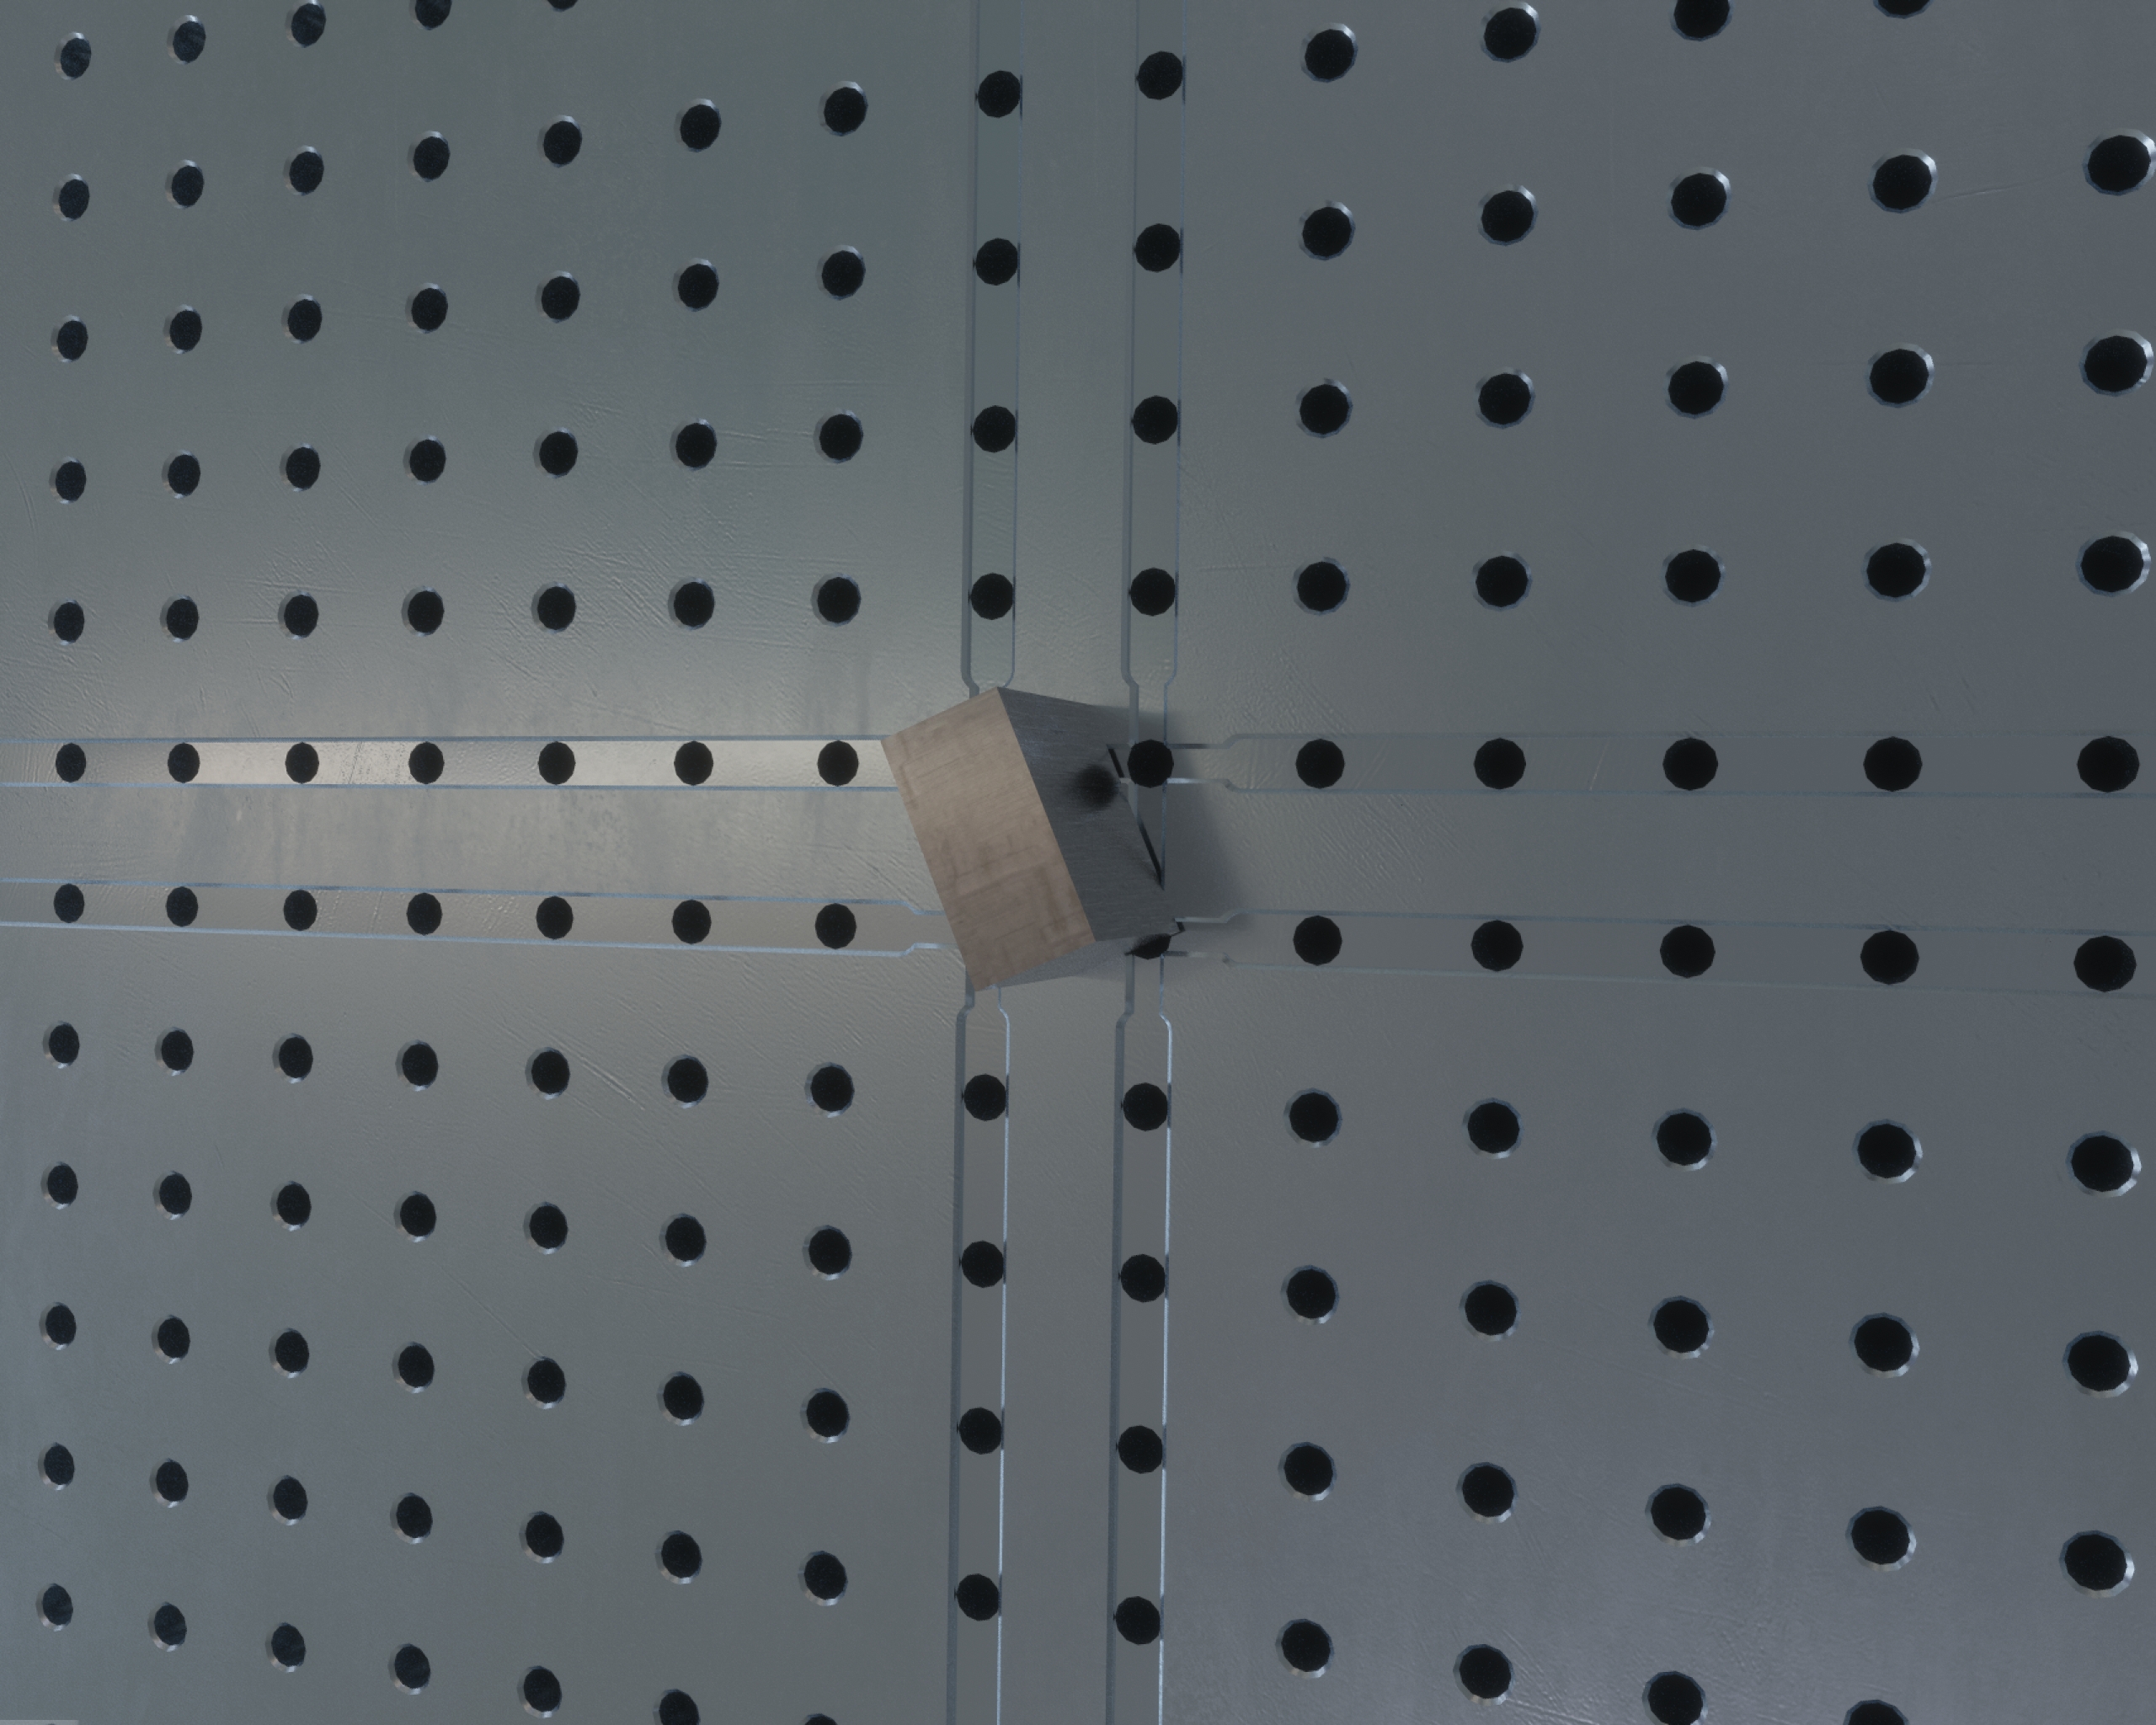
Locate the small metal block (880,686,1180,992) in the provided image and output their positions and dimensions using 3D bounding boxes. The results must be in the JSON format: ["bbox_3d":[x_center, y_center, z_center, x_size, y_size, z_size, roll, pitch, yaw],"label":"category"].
[{"bbox_3d":[-0.008,-0.004,0.403,0.025,0.050,0.050,-24,82,19],"label":"small metal block"}]
